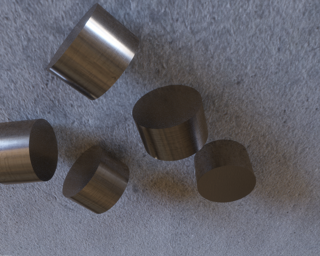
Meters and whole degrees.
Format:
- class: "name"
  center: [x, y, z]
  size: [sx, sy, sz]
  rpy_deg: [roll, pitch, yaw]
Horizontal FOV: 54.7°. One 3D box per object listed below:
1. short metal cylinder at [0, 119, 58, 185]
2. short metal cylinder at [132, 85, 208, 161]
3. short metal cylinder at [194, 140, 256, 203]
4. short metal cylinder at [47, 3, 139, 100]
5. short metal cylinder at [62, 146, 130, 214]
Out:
- class: "short metal cylinder"
  center: [-0.171, 0.030, 0.394]
  size: [0.050, 0.080, 0.080]
  rpy_deg: [-6, 130, 4]
- class: "short metal cylinder"
  center: [0.013, -0.007, 0.365]
  size: [0.080, 0.080, 0.050]
  rpy_deg: [-11, 129, 8]
- class: "short metal cylinder"
  center: [0.092, 0.063, 0.446]
  size: [0.081, 0.050, 0.079]
  rpy_deg: [0, 130, 0]
- class: "short metal cylinder"
  center: [-0.066, -0.074, 0.307]
  size: [0.050, 0.080, 0.080]
  rpy_deg: [36, 121, -27]
- class: "short metal cylinder"
  center: [-0.089, 0.071, 0.431]
  size: [0.080, 0.080, 0.050]
  rpy_deg: [-34, 123, 25]
